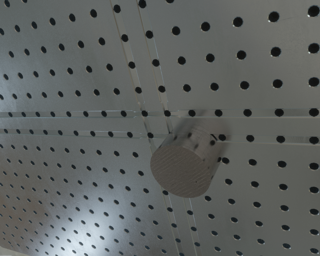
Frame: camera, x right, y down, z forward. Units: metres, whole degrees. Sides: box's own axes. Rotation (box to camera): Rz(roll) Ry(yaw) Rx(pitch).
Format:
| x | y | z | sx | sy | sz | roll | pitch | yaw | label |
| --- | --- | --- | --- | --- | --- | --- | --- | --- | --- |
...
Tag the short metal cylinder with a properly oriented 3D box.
| x | y | z | sx | sy | sz | roll | pitch | yaw | label |
| --- | --- | --- | --- | --- | --- | --- | --- | --- | --- |
| 0.034 | 0.044 | 0.404 | 0.080 | 0.050 | 0.080 | 13 | 124 | 21 | short metal cylinder |
